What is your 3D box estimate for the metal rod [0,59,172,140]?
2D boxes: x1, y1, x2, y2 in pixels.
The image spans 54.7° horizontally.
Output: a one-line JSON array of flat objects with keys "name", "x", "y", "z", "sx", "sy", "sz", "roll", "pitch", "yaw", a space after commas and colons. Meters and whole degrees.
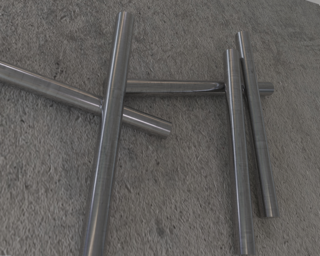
[{"name": "metal rod", "x": -0.126, "y": -0.045, "z": 0.362, "sx": 0.302, "sy": 0.025, "sz": 0.025, "roll": 20, "pitch": 54, "yaw": -17}]

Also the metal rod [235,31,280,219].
[{"name": "metal rod", "x": 0.143, "y": -0.019, "z": 0.468, "sx": 0.025, "sy": 0.025, "sz": 0.299, "roll": 9, "pitch": 65, "yaw": -24}]

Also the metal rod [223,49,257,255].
[{"name": "metal rod", "x": 0.107, "y": 0.016, "z": 0.431, "sx": 0.025, "sy": 0.025, "sz": 0.299, "roll": 13, "pitch": 62, "yaw": -21}]

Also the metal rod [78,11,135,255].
[{"name": "metal rod", "x": -0.055, "y": -0.008, "z": 0.350, "sx": 0.025, "sy": 0.025, "sz": 0.299, "roll": 14, "pitch": 65, "yaw": -21}]

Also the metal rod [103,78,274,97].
[{"name": "metal rod", "x": 0.062, "y": -0.061, "z": 0.473, "sx": 0.303, "sy": 0.025, "sz": 0.025, "roll": -4, "pitch": 64, "yaw": -30}]
